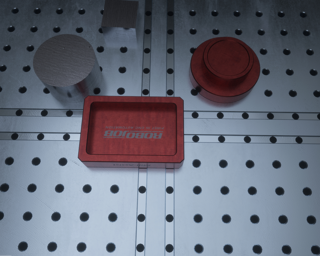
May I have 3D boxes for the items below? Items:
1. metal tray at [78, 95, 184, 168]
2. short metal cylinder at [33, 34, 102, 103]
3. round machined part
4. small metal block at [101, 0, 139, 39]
[{"bbox_3d":[-0.035,0.005,0.406,0.131,0.030,0.090,1,70,0],"label":"metal tray"},{"bbox_3d":[-0.125,-0.081,0.427,0.081,0.050,0.080,0,70,0],"label":"short metal cylinder"},{"bbox_3d":[0.092,-0.088,0.435,0.099,0.042,0.098,0,70,0],"label":"round machined part"},{"bbox_3d":[-0.059,-0.166,0.472,0.050,0.025,0.050,4,70,1],"label":"small metal block"}]
